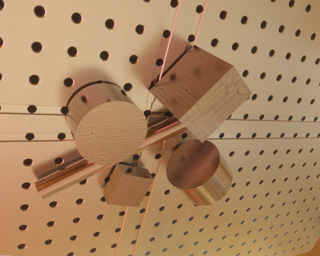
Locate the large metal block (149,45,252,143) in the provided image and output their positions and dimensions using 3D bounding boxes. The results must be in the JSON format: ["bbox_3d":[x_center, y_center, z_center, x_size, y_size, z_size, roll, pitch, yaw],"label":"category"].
[{"bbox_3d":[0.046,-0.043,0.370,0.080,0.080,0.050,-45,129,3],"label":"large metal block"}]

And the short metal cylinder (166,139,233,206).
[{"bbox_3d":[0.056,0.063,0.441,0.080,0.080,0.050,-40,130,-1],"label":"short metal cylinder"}]

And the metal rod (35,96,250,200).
[{"bbox_3d":[-0.013,0.012,0.407,0.302,0.025,0.025,-26,128,-13],"label":"metal rod"}]

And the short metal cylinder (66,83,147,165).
[{"bbox_3d":[-0.061,-0.005,0.354,0.081,0.050,0.079,-14,124,-21],"label":"short metal cylinder"}]

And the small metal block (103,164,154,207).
[{"bbox_3d":[-0.044,0.081,0.433,0.050,0.025,0.050,16,110,-35],"label":"small metal block"}]
